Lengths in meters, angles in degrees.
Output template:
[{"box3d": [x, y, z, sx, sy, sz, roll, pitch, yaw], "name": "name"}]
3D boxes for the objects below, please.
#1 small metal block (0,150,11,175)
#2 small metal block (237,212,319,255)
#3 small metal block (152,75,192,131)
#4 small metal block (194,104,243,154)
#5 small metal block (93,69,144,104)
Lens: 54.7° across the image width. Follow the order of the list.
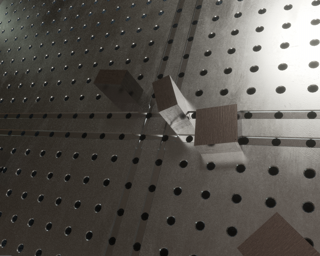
[{"box3d": [-0.289, 0.060, 0.520, 0.050, 0.025, 0.050, 5, 64, 30], "name": "small metal block"}, {"box3d": [0.108, 0.115, 0.281, 0.050, 0.025, 0.050, -42, 51, -1], "name": "small metal block"}, {"box3d": [0.016, -0.032, 0.402, 0.025, 0.050, 0.050, -23, 54, 14], "name": "small metal block"}, {"box3d": [0.070, 0.002, 0.370, 0.050, 0.025, 0.050, -7, 59, 24], "name": "small metal block"}, {"box3d": [-0.061, -0.061, 0.460, 0.050, 0.050, 0.025, 7, 66, 31], "name": "small metal block"}]
